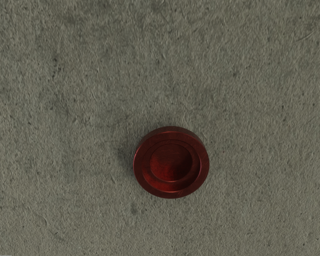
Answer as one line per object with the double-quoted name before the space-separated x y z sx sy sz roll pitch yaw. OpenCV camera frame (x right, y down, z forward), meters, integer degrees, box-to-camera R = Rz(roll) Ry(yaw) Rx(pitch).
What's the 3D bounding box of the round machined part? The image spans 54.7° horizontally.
"round machined part" 0.014 0.042 0.418 0.099 0.042 0.097 0 110 -1
